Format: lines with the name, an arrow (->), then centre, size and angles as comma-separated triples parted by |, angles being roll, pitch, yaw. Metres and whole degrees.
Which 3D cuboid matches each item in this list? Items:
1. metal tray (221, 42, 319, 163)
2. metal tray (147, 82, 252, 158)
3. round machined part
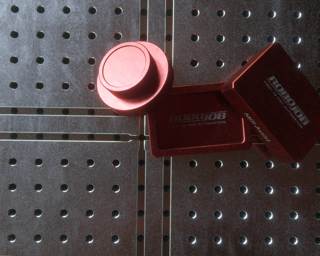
metal tray -> 0.152, -0.031, 0.393 | 0.090, 0.030, 0.130 | -44, 98, -16
metal tray -> 0.050, -0.011, 0.411 | 0.131, 0.030, 0.089 | -5, 90, -1
round machined part -> -0.036, -0.067, 0.384 | 0.098, 0.042, 0.098 | -7, 68, 18
